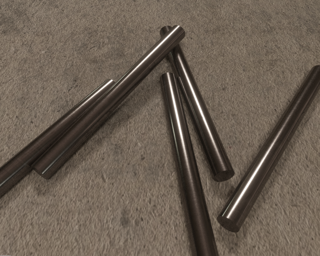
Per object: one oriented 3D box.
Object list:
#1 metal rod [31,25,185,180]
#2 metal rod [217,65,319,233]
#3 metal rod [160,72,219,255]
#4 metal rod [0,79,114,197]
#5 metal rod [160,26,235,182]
[{"bbox_3d":[-0.055,-0.051,0.427,0.025,0.025,0.301,28,60,21],"label":"metal rod"},{"bbox_3d":[0.158,0.007,0.399,0.025,0.025,0.301,29,55,22],"label":"metal rod"},{"bbox_3d":[0.030,0.040,0.369,0.025,0.025,0.300,-5,50,-5],"label":"metal rod"},{"bbox_3d":[-0.155,0.033,0.373,0.025,0.025,0.301,28,55,21],"label":"metal rod"},{"bbox_3d":[0.043,-0.057,0.451,0.025,0.025,0.300,-9,51,-8],"label":"metal rod"}]
